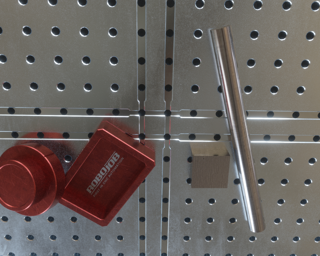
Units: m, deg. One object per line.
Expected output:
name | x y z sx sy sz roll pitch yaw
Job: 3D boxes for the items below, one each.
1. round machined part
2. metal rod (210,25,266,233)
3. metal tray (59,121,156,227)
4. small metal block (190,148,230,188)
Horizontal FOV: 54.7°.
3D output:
round machined part | -0.180 0.071 0.410 0.098 0.042 0.097 2 97 17
metal rod | 0.110 0.015 0.420 0.025 0.025 0.298 -14 110 5
metal tray | -0.078 0.067 0.434 0.090 0.030 0.129 34 106 -12
small metal block | 0.069 0.056 0.435 0.050 0.025 0.050 0 110 -1
